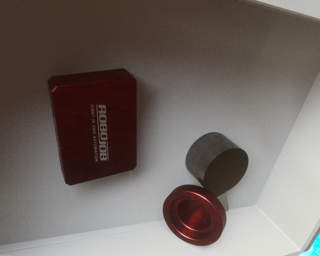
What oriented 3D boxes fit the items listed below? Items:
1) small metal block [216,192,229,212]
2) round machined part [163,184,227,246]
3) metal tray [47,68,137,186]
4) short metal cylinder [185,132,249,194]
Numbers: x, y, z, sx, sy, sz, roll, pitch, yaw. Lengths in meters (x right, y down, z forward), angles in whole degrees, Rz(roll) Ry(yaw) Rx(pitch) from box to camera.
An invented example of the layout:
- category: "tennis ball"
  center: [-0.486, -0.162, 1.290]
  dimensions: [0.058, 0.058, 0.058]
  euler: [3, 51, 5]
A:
- category: "small metal block"
  center: [0.090, 0.132, 0.542]
  dimensions: [0.050, 0.025, 0.050]
  euler: [-26, 128, -13]
- category: "round machined part"
  center: [0.058, 0.132, 0.490]
  dimensions: [0.042, 0.098, 0.097]
  euler: [-36, 143, -55]
- category: "metal tray"
  center: [-0.075, 0.000, 0.366]
  dimensions: [0.091, 0.030, 0.129]
  euler: [-12, 124, -23]
- category: "short metal cylinder"
  center: [0.087, 0.053, 0.473]
  dimensions: [0.081, 0.050, 0.079]
  euler: [-14, 122, -23]
